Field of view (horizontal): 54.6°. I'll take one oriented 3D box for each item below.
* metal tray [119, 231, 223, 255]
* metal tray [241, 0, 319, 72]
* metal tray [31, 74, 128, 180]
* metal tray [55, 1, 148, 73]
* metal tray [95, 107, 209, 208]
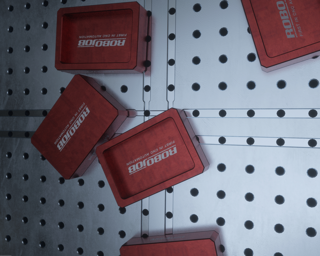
[{"bbox_3d":[0.018,0.189,0.404,0.130,0.030,0.090,-12,86,19],"label":"metal tray"},{"bbox_3d":[0.145,-0.141,0.358,0.090,0.030,0.129,-17,84,19],"label":"metal tray"},{"bbox_3d":[-0.120,-0.001,0.453,0.090,0.030,0.130,42,103,15],"label":"metal tray"},{"bbox_3d":[-0.085,-0.125,0.440,0.130,0.030,0.090,3,91,20],"label":"metal tray"},{"bbox_3d":[-0.013,0.040,0.414,0.130,0.030,0.090,-27,81,18],"label":"metal tray"}]
